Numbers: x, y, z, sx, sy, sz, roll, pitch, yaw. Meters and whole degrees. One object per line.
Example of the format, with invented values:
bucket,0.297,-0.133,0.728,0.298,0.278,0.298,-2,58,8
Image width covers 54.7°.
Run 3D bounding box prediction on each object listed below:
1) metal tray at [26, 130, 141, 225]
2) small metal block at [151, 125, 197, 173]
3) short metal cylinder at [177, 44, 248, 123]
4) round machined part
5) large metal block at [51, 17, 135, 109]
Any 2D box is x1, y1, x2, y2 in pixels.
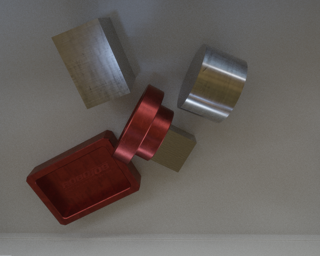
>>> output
metal tray,-0.104,0.071,0.433,0.130,0.030,0.090,-27,108,9
small metal block,0.014,0.025,0.421,0.050,0.025,0.050,26,108,-10
short metal cylinder,0.059,-0.052,0.364,0.050,0.080,0.079,21,109,-8
round machined part,-0.017,0.000,0.372,0.042,0.098,0.097,28,108,-8
large metal block,-0.069,-0.077,0.353,0.050,0.080,0.080,-20,109,7
